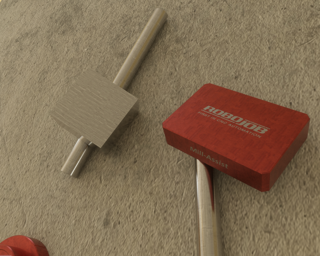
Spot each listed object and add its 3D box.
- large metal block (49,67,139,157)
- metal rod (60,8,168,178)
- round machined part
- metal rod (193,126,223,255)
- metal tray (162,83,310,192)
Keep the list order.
[{"bbox_3d":[-0.085,-0.021,0.419,0.080,0.050,0.080,33,74,7],"label":"large metal block"},{"bbox_3d":[-0.063,-0.063,0.473,0.025,0.025,0.300,15,69,34],"label":"metal rod"},{"bbox_3d":[-0.188,0.181,0.378,0.098,0.042,0.098,-13,56,20],"label":"round machined part"},{"bbox_3d":[0.049,0.123,0.302,0.025,0.025,0.299,-12,57,21],"label":"metal rod"},{"bbox_3d":[0.079,0.002,0.339,0.130,0.030,0.090,26,56,36],"label":"metal tray"}]
